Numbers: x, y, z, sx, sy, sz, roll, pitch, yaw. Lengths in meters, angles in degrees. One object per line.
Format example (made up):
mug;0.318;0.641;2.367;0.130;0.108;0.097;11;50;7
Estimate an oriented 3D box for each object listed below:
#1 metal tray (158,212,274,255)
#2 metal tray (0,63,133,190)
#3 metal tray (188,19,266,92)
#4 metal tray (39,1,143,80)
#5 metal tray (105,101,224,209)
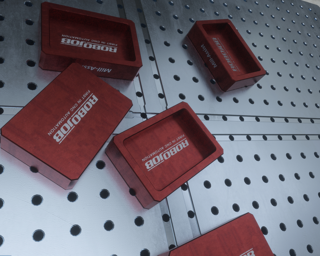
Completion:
metal tray;0.071;0.160;0.345;0.131;0.030;0.090;-12;68;-33
metal tray;-0.101;-0.007;0.355;0.090;0.030;0.130;35;51;-5
metal tray;0.118;-0.132;0.547;0.091;0.030;0.130;-17;71;-35
metal tray;-0.095;-0.117;0.424;0.131;0.030;0.090;3;60;-27
metal tray;0.010;0.029;0.392;0.131;0.030;0.090;-29;78;-37
